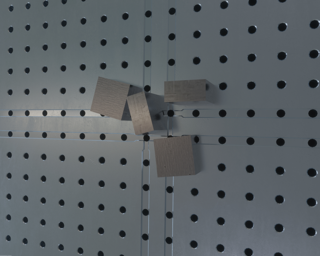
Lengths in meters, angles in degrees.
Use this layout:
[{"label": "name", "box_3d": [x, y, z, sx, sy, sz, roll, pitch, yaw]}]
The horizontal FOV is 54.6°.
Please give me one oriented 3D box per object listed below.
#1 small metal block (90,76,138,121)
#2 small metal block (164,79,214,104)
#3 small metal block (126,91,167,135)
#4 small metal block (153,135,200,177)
[{"label": "small metal block", "box_3d": [-0.065, -0.041, 0.436, 0.050, 0.025, 0.050, 17, 96, 19]}, {"label": "small metal block", "box_3d": [0.037, -0.044, 0.386, 0.050, 0.050, 0.025, 0, 90, 20]}, {"label": "small metal block", "box_3d": [-0.016, -0.018, 0.405, 0.025, 0.050, 0.050, -16, 85, 19]}, {"label": "small metal block", "box_3d": [0.022, 0.036, 0.405, 0.050, 0.025, 0.050, -7, 88, 20]}]
